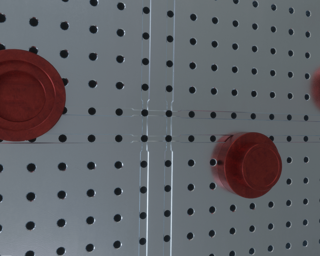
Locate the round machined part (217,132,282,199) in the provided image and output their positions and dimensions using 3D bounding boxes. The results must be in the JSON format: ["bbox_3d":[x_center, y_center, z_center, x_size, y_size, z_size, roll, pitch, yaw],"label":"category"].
[{"bbox_3d":[0.138,0.055,0.454,0.099,0.042,0.097,0,90,-20],"label":"round machined part"}]

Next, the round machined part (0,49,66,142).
[{"bbox_3d":[-0.157,-0.034,0.345,0.099,0.042,0.097,0,90,-20],"label":"round machined part"}]
